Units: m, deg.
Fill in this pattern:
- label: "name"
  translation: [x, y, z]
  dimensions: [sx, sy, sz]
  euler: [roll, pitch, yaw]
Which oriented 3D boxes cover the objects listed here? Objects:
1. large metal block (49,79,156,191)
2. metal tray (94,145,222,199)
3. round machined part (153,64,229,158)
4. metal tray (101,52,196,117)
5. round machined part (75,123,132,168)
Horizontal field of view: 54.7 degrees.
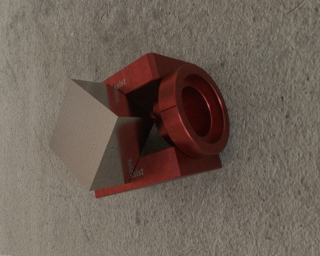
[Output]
- label: "large metal block"
  translation: [-0.062, 0.005, 0.319]
  dimensions: [0.080, 0.050, 0.079]
  euler: [36, 112, 33]
- label: "metal tray"
  translation: [-0.006, 0.051, 0.365]
  dimensions: [0.130, 0.091, 0.030]
  euler: [-22, 76, 37]
- label: "round machined part"
  translation: [0.030, -0.015, 0.332]
  dimensions: [0.042, 0.099, 0.098]
  euler: [-20, 78, 38]
- label: "metal tray"
  translation: [-0.026, -0.044, 0.385]
  dimensions: [0.130, 0.091, 0.030]
  euler: [-23, 76, 37]
- label: "round machined part"
  translation: [-0.067, 0.023, 0.411]
  dimensions: [0.042, 0.099, 0.098]
  euler: [-20, 78, 38]
